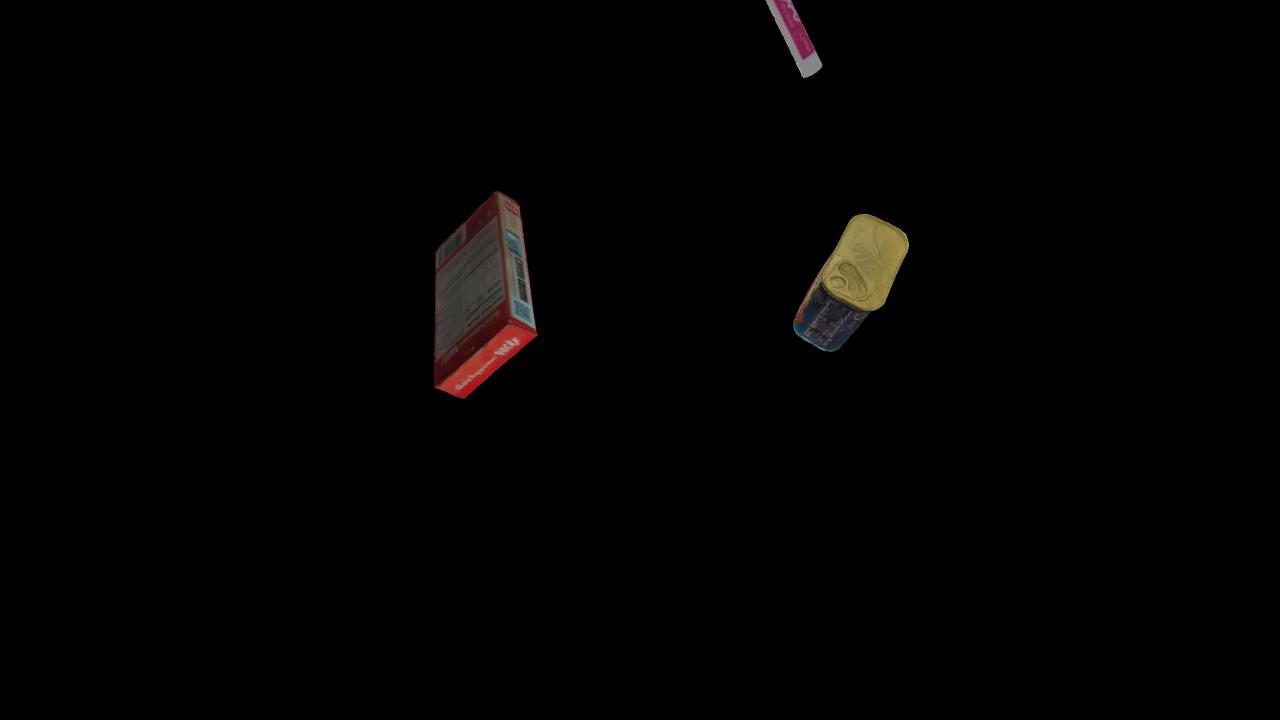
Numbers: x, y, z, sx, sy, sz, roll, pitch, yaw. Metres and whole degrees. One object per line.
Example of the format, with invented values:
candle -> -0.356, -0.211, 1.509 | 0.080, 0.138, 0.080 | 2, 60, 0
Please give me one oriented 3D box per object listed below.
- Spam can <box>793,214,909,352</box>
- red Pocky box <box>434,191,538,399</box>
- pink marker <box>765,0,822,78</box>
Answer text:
Spam can -> 0.192, -0.068, 0.569 | 0.058, 0.101, 0.085 | 30, -26, 8
red Pocky box -> -0.120, -0.053, 0.462 | 0.083, 0.155, 0.028 | -36, -44, 22
pink marker -> 0.118, -0.296, 0.515 | 0.020, 0.020, 0.121 | 0, -43, 51
